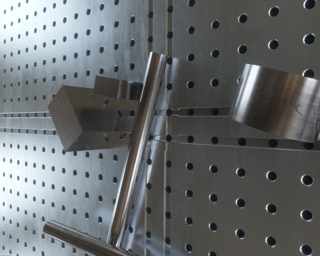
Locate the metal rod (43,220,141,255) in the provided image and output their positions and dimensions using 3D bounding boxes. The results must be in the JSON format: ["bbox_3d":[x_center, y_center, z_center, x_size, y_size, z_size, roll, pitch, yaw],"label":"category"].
[{"bbox_3d":[-0.052,0.180,0.425,0.300,0.025,0.025,8,95,31],"label":"metal rod"}]

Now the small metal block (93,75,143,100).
[{"bbox_3d":[-0.057,-0.057,0.440,0.050,0.050,0.025,17,101,39],"label":"small metal block"}]

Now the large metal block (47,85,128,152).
[{"bbox_3d":[-0.108,-0.014,0.463,0.050,0.081,0.080,-43,64,32],"label":"large metal block"}]

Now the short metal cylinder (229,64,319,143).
[{"bbox_3d":[0.110,-0.024,0.283,0.080,0.081,0.050,24,105,37],"label":"short metal cylinder"}]

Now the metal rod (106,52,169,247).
[{"bbox_3d":[-0.036,0.044,0.438,0.025,0.025,0.298,23,104,37],"label":"metal rod"}]
